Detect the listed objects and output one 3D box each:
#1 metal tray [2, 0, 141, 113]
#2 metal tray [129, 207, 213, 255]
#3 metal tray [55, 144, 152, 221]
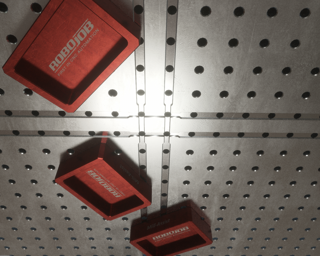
[{"bbox_3d":[-0.095,-0.084,0.335,0.090,0.030,0.130,36,121,-27],"label":"metal tray"},{"bbox_3d":[0.021,0.201,0.580,0.130,0.030,0.090,-25,126,19],"label":"metal tray"},{"bbox_3d":[-0.084,0.089,0.482,0.090,0.030,0.130,-26,126,20],"label":"metal tray"}]
